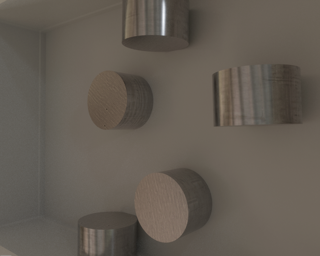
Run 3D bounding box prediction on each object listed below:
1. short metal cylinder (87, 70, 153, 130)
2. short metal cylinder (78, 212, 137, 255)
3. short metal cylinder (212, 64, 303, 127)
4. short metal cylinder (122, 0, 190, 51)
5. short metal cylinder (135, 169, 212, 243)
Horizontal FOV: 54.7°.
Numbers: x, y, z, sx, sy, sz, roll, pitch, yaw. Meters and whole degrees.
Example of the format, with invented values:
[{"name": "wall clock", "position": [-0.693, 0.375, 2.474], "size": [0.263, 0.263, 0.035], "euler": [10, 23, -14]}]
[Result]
[{"name": "short metal cylinder", "position": [-0.056, -0.037, 0.435], "size": [0.080, 0.050, 0.079], "euler": [0, 90, 39]}, {"name": "short metal cylinder", "position": [-0.072, 0.152, 0.428], "size": [0.080, 0.081, 0.050], "euler": [1, 91, 39]}, {"name": "short metal cylinder", "position": [0.091, -0.027, 0.295], "size": [0.080, 0.081, 0.050], "euler": [-2, 89, 39]}, {"name": "short metal cylinder", "position": [-0.005, -0.126, 0.374], "size": [0.080, 0.081, 0.050], "euler": [2, 91, 39]}, {"name": "short metal cylinder", "position": [0.016, 0.091, 0.376], "size": [0.080, 0.050, 0.079], "euler": [0, 90, 39]}]
